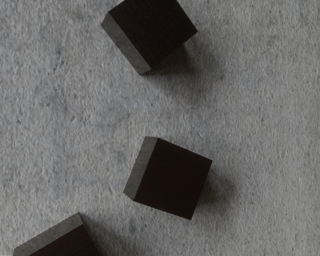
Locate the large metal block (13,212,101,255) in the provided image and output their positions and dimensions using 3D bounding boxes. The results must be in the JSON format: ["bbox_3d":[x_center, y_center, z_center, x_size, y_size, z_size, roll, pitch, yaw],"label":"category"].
[{"bbox_3d":[-0.110,0.158,0.356,0.081,0.050,0.080,-28,100,-18],"label":"large metal block"}]

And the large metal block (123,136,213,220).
[{"bbox_3d":[0.010,0.063,0.400,0.080,0.050,0.080,24,82,-19],"label":"large metal block"}]

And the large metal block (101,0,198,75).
[{"bbox_3d":[-0.014,-0.126,0.391,0.080,0.050,0.080,-42,104,-15],"label":"large metal block"}]
